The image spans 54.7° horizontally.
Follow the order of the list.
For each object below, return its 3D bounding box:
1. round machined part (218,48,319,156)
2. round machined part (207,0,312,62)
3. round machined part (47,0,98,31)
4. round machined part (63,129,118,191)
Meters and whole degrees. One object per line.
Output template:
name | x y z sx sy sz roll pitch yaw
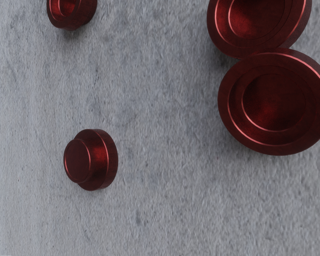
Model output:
round machined part | 0.108 -0.026 0.289 0.098 0.042 0.097 17 123 28
round machined part | 0.100 -0.114 0.311 0.098 0.042 0.097 0 90 39
round machined part | -0.140 -0.208 0.506 0.098 0.042 0.097 0 90 39
round machined part | -0.114 0.050 0.485 0.098 0.042 0.097 0 90 39
